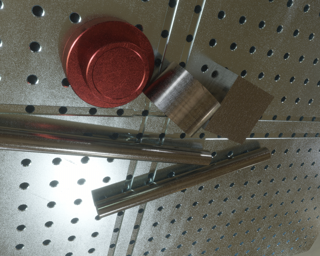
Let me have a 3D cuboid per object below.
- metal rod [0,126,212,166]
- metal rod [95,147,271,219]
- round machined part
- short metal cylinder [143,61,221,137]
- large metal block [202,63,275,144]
[{"bbox_3d":[-0.054,0.028,0.399,0.302,0.025,0.025,9,114,-33],"label":"metal rod"},{"bbox_3d":[0.049,0.080,0.489,0.302,0.025,0.025,-14,125,-21],"label":"metal rod"},{"bbox_3d":[-0.050,-0.065,0.334,0.099,0.042,0.097,-14,125,-21],"label":"round machined part"},{"bbox_3d":[0.026,-0.034,0.370,0.050,0.080,0.080,-47,130,4],"label":"short metal cylinder"},{"bbox_3d":[0.096,-0.032,0.430,0.080,0.050,0.080,20,108,-36],"label":"large metal block"}]
